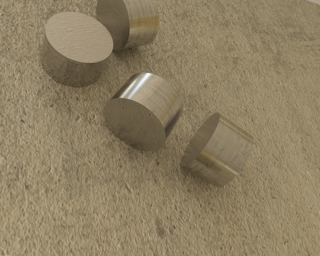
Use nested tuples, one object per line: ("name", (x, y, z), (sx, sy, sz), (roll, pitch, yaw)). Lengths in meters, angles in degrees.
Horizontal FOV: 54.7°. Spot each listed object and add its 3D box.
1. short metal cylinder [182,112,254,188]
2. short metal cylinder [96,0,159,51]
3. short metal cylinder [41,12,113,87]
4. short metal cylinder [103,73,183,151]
("short metal cylinder", (0.071, 0.027, 0.390), (0.050, 0.080, 0.080), (34, 51, -7))
("short metal cylinder", (-0.047, -0.154, 0.437), (0.050, 0.080, 0.080), (-23, 74, -36))
("short metal cylinder", (-0.105, -0.098, 0.391), (0.081, 0.050, 0.080), (14, 56, -21))
("short metal cylinder", (-0.019, -0.018, 0.369), (0.080, 0.080, 0.050), (37, 51, -4))
